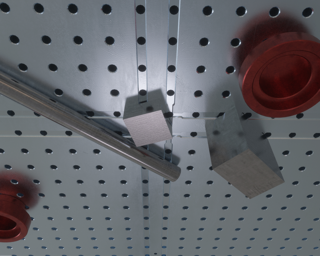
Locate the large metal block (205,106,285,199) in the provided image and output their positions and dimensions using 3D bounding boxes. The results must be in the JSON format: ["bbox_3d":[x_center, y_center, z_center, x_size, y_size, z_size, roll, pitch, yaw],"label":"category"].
[{"bbox_3d":[0.108,0.032,0.404,0.050,0.080,0.080,-36,122,26],"label":"large metal block"}]

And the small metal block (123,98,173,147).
[{"bbox_3d":[-0.015,-0.006,0.406,0.050,0.025,0.050,-14,129,11],"label":"small metal block"}]

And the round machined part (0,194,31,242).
[{"bbox_3d":[-0.269,0.150,0.525,0.099,0.042,0.097,0,130,0],"label":"round machined part"}]

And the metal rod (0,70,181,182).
[{"bbox_3d":[-0.095,0.001,0.411,0.301,0.025,0.025,30,124,-24],"label":"metal rod"}]

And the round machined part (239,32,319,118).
[{"bbox_3d":[0.138,-0.062,0.349,0.099,0.042,0.097,0,130,0],"label":"round machined part"}]
